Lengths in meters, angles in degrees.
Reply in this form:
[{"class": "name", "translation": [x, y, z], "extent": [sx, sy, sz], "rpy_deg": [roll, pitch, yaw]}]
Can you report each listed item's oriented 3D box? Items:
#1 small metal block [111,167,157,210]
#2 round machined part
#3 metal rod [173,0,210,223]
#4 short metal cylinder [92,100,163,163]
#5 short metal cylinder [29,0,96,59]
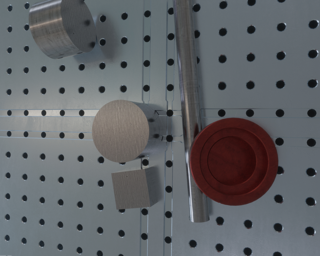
[{"class": "small metal block", "translation": [-0.035, 0.082, 0.425], "extent": [0.050, 0.025, 0.050], "rpy_deg": [-10, 87, 19]}, {"class": "round machined part", "translation": [0.082, 0.038, 0.364], "extent": [0.099, 0.042, 0.097], "rpy_deg": [0, 87, -1]}, {"class": "metal rod", "translation": [0.039, -0.032, 0.398], "extent": [0.025, 0.025, 0.298], "rpy_deg": [-5, 88, 20]}, {"class": "short metal cylinder", "translation": [-0.042, 0.004, 0.414], "extent": [0.080, 0.050, 0.079], "rpy_deg": [0, 90, 20]}, {"class": "short metal cylinder", "translation": [-0.132, -0.140, 0.430], "extent": [0.050, 0.080, 0.080], "rpy_deg": [-8, 88, 20]}]
